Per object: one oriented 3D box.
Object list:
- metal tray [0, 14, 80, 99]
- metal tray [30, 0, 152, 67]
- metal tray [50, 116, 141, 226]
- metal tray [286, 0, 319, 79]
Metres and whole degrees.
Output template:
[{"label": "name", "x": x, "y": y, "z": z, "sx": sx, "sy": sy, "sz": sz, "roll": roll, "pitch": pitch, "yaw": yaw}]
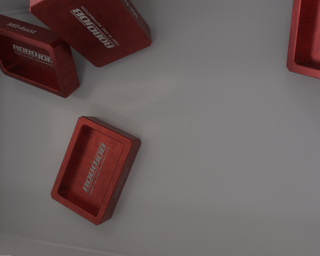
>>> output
[{"label": "metal tray", "x": -0.183, "y": -0.103, "z": 0.444, "sx": 0.130, "sy": 0.030, "sz": 0.089, "roll": 21, "pitch": 141, "yaw": 18}, {"label": "metal tray", "x": -0.079, "y": -0.133, "z": 0.381, "sx": 0.090, "sy": 0.130, "sz": 0.030, "roll": -19, "pitch": 63, "yaw": 19}, {"label": "metal tray", "x": -0.092, "y": 0.058, "z": 0.440, "sx": 0.090, "sy": 0.030, "sz": 0.129, "roll": 25, "pitch": 98, "yaw": 18}, {"label": "metal tray", "x": 0.182, "y": -0.086, "z": 0.285, "sx": 0.130, "sy": 0.030, "sz": 0.089, "roll": 39, "pitch": 139, "yaw": 55}]
